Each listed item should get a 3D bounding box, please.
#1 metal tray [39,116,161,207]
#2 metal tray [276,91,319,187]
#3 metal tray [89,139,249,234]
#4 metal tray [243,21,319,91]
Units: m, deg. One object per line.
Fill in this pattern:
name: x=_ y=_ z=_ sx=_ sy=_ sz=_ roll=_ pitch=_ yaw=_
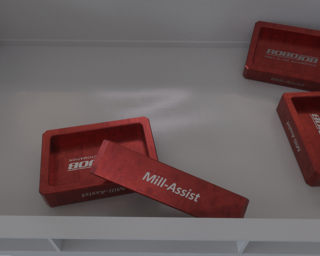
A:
metal tray: x=-0.071 y=0.037 z=0.370 sx=0.131 sy=0.030 sz=0.090 roll=-8 pitch=51 yaw=-7
metal tray: x=0.214 y=0.009 z=0.395 sx=0.091 sy=0.030 sz=0.130 roll=-2 pitch=50 yaw=-2
metal tray: x=0.005 y=0.054 z=0.292 sx=0.131 sy=0.090 sz=0.030 roll=23 pitch=79 yaw=-2
metal tray: x=0.202 y=-0.109 z=0.475 sx=0.131 sy=0.030 sz=0.090 roll=14 pitch=72 yaw=11
